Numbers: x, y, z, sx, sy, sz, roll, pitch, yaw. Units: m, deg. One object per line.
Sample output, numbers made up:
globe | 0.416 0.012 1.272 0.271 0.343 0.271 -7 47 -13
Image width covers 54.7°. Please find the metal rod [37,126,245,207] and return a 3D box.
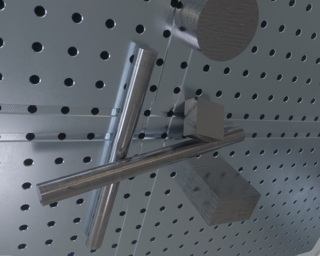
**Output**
metal rod | -0.003 0.041 0.409 0.303 0.025 0.025 -14 125 -30

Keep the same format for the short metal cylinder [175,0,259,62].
short metal cylinder | 0.064 -0.122 0.354 0.081 0.050 0.079 -14 124 -21

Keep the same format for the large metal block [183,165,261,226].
large metal block | 0.096 0.103 0.492 0.081 0.080 0.050 2 118 -29

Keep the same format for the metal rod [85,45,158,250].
metal rod | -0.057 0.042 0.405 0.025 0.025 0.298 4 117 -30

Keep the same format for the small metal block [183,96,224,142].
small metal block | 0.060 -0.010 0.421 0.050 0.025 0.050 14 73 -34
